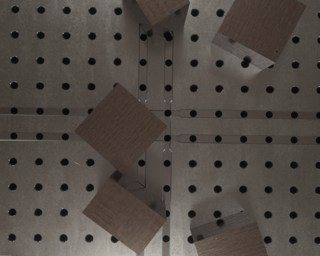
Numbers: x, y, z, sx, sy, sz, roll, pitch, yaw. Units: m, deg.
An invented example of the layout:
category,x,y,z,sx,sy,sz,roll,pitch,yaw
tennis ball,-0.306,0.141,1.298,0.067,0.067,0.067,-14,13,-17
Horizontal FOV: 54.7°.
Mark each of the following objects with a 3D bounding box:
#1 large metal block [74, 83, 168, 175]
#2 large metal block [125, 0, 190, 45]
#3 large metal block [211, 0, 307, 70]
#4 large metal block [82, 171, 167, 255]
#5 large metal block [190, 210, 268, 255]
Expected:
category,x,y,z,sx,sy,sz,roll,pitch,yaw
large metal block,-0.047,0.001,0.400,0.080,0.050,0.080,42,90,-1
large metal block,-0.009,-0.161,0.386,0.050,0.080,0.080,-33,90,0
large metal block,0.125,-0.134,0.402,0.080,0.050,0.080,28,90,-1
large metal block,-0.040,0.099,0.385,0.080,0.080,0.050,37,90,-1
large metal block,0.092,0.164,0.402,0.080,0.050,0.080,-18,90,-1
